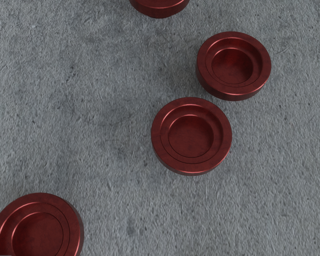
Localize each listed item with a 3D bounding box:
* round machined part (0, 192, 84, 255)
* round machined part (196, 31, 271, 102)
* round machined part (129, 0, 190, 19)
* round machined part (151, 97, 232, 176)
[{"bbox_3d":[-0.135,0.125,0.352,0.099,0.042,0.098,0,70,0],"label":"round machined part"},{"bbox_3d":[0.098,-0.081,0.429,0.099,0.042,0.098,0,70,0],"label":"round machined part"},{"bbox_3d":[-0.001,-0.209,0.475,0.099,0.042,0.098,0,70,0],"label":"round machined part"},{"bbox_3d":[0.038,0.013,0.394,0.099,0.042,0.098,0,70,0],"label":"round machined part"}]
